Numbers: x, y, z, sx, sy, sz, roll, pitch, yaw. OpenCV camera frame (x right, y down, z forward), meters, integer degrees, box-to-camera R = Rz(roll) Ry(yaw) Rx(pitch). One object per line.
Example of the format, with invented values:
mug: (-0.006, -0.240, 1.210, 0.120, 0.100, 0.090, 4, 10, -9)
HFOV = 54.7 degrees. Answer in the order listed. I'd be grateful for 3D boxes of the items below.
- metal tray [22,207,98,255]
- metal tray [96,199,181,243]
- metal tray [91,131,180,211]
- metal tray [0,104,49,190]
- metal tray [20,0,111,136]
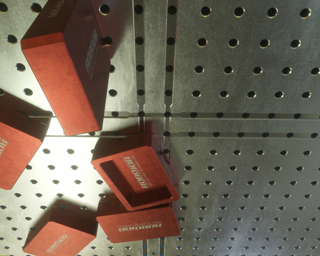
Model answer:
metal tray: (-0.187, 0.204, 0.580, 0.090, 0.030, 0.129, 29, 124, -23)
metal tray: (-0.035, 0.160, 0.544, 0.131, 0.030, 0.090, -10, 130, 7)
metal tray: (-0.032, 0.070, 0.467, 0.090, 0.030, 0.130, -16, 129, 13)
metal tray: (-0.225, 0.027, 0.428, 0.090, 0.030, 0.129, 29, 124, -23)
metal tray: (-0.076, -0.067, 0.284, 0.030, 0.130, 0.090, -10, 130, 4)
